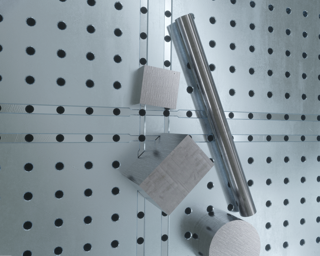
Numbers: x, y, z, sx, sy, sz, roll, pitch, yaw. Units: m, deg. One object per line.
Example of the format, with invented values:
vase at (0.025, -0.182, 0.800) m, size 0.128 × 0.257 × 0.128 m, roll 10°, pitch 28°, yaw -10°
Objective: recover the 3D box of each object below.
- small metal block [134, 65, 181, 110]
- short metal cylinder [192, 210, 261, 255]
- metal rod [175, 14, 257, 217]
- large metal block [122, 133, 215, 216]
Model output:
small metal block at (-0.003, -0.053, 0.412) m, size 0.050 × 0.025 × 0.050 m, roll 8°, pitch 87°, yaw -20°
short metal cylinder at (0.092, 0.162, 0.435) m, size 0.081 × 0.050 × 0.079 m, roll 0°, pitch 90°, yaw -21°
metal rod at (0.082, -0.013, 0.444) m, size 0.025 × 0.025 × 0.298 m, roll -22°, pitch 98°, yaw -19°
large metal block at (0.007, 0.052, 0.387) m, size 0.080 × 0.080 × 0.050 m, roll -45°, pitch 105°, yaw -15°
